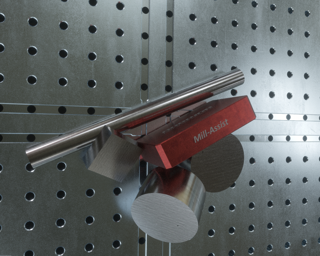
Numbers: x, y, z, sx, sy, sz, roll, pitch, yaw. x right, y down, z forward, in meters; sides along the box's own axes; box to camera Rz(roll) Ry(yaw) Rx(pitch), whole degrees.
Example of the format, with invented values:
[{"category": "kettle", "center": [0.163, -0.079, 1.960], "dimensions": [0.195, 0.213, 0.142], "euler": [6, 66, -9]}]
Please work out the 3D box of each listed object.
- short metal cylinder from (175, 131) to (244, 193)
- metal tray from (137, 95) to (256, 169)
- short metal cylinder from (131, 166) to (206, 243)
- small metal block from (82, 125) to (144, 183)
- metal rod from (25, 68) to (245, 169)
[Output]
[{"category": "short metal cylinder", "center": [0.064, 0.040, 0.414], "dimensions": [0.081, 0.050, 0.079], "euler": [-4, 100, -24]}, {"category": "metal tray", "center": [0.042, 0.002, 0.390], "dimensions": [0.131, 0.090, 0.030], "euler": [-28, 100, -18]}, {"category": "short metal cylinder", "center": [0.012, 0.092, 0.377], "dimensions": [0.080, 0.080, 0.050], "euler": [49, 34, -14]}, {"category": "small metal block", "center": [-0.056, 0.032, 0.375], "dimensions": [0.050, 0.025, 0.050], "euler": [31, 96, -37]}, {"category": "metal rod", "center": [-0.017, -0.020, 0.402], "dimensions": [0.302, 0.025, 0.025], "euler": [-23, 98, -19]}]
